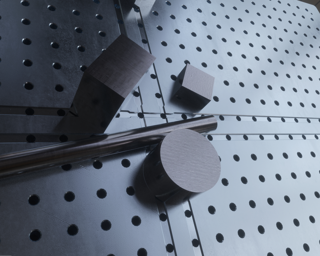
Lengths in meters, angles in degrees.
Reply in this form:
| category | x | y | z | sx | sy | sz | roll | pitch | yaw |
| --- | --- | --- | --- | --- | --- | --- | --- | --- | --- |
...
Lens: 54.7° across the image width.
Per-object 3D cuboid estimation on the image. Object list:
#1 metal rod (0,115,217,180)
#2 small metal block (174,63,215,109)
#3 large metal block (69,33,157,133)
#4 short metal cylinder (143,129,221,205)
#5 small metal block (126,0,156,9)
| category | x | y | z | sx | sy | sz | roll | pitch | yaw |
| --- | --- | --- | --- | --- | --- | --- | --- | --- | --- |
| metal rod | -0.049 | 0.017 | 0.372 | 0.303 | 0.025 | 0.025 | -11 | 68 | -33 |
| small metal block | 0.054 | -0.065 | 0.479 | 0.050 | 0.025 | 0.050 | 25 | 53 | -13 |
| large metal block | -0.058 | -0.053 | 0.375 | 0.050 | 0.080 | 0.080 | 35 | 51 | -6 |
| short metal cylinder | 0.026 | 0.048 | 0.379 | 0.081 | 0.050 | 0.080 | 14 | 56 | -21 |
| small metal block | -0.039 | -0.237 | 0.534 | 0.050 | 0.025 | 0.050 | -28 | 77 | -38 |
